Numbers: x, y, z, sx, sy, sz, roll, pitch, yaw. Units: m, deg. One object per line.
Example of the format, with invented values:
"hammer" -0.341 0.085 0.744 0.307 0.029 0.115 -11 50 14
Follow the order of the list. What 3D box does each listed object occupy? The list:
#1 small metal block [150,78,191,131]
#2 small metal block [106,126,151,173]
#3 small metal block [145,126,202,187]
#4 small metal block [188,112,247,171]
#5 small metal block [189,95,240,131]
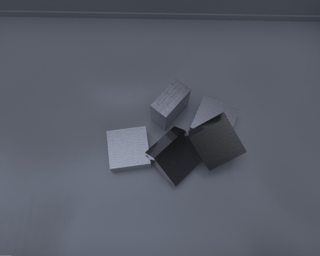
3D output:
"small metal block" 0.014 -0.030 0.407 0.025 0.050 0.050 38 74 12
"small metal block" -0.040 0.028 0.399 0.050 0.025 0.050 -7 70 -3
"small metal block" 0.019 0.035 0.383 0.050 0.025 0.050 -42 117 -14
"small metal block" 0.069 0.016 0.378 0.050 0.025 0.050 -29 103 11
"small metal block" 0.072 -0.009 0.414 0.050 0.025 0.050 23 71 7
